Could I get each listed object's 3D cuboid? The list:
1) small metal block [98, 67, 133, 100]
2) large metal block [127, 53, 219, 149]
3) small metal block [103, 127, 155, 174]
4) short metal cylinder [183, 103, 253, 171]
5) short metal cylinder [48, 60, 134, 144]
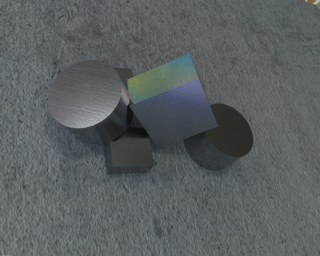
[{"bbox_3d":[-0.060,-0.052,0.405,0.050,0.025,0.050,-1,62,-29],"label":"small metal block"},{"bbox_3d":[0.016,-0.030,0.375,0.050,0.080,0.080,-100,164,-45],"label":"large metal block"},{"bbox_3d":[-0.039,0.027,0.369,0.050,0.025,0.050,3,61,-27],"label":"small metal block"},{"bbox_3d":[0.079,0.013,0.426,0.081,0.050,0.080,14,56,-21],"label":"short metal cylinder"},{"bbox_3d":[-0.074,-0.028,0.344,0.080,0.050,0.080,-3,68,9],"label":"short metal cylinder"}]
